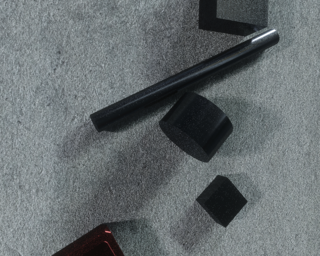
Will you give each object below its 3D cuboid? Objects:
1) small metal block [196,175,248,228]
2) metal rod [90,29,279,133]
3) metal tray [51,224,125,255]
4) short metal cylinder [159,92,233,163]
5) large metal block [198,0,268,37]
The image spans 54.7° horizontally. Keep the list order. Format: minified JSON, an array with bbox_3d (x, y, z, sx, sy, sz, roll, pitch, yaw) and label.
[{"bbox_3d":[0.089,0.104,0.443,0.050,0.025,0.050,-44,104,-15],"label":"small metal block"},{"bbox_3d":[0.046,-0.072,0.427,0.302,0.025,0.025,-28,100,-18],"label":"metal rod"},{"bbox_3d":[-0.074,0.198,0.379,0.091,0.030,0.129,-30,100,-18],"label":"metal tray"},{"bbox_3d":[0.046,0.000,0.398,0.080,0.080,0.050,44,76,-15],"label":"short metal cylinder"},{"bbox_3d":[0.103,-0.180,0.435,0.081,0.050,0.079,2,90,-20],"label":"large metal block"}]
